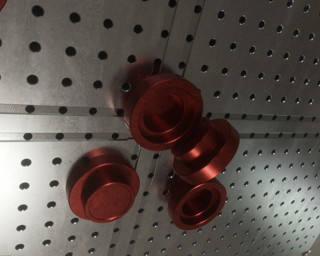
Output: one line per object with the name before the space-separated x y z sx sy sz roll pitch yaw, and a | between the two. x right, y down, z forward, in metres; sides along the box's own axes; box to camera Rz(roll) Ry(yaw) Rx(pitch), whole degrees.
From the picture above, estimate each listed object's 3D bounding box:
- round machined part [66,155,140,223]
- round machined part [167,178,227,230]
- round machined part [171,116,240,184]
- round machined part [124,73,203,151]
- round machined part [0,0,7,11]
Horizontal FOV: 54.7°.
round machined part | -0.072 0.088 0.417 0.099 0.042 0.097 -14 125 -21
round machined part | 0.056 0.115 0.504 0.099 0.042 0.097 -14 125 -21
round machined part | 0.053 0.023 0.413 0.098 0.098 0.042 -45 110 3
round machined part | 0.001 -0.023 0.388 0.099 0.042 0.097 -14 124 -21
round machined part | -0.167 -0.123 0.233 0.099 0.042 0.097 -14 125 -21
